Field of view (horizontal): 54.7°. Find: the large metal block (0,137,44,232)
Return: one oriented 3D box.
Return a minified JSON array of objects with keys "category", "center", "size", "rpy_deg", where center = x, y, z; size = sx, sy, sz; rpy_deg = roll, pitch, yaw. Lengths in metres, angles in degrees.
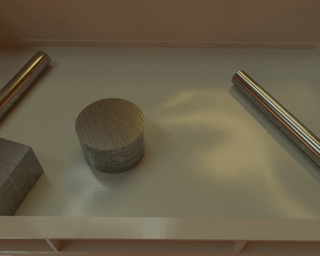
[{"category":"large metal block","center":[-0.192,0.055,0.340],"size":[0.080,0.050,0.080],"rpy_deg":[15,51,11]}]

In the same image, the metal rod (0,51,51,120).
[{"category":"metal rod","center":[-0.233,-0.004,0.405],"size":[0.025,0.025,0.300],"rpy_deg":[14,51,11]}]

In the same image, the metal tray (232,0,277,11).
[{"category":"metal tray","center":[0.213,-0.302,0.661],"size":[0.090,0.030,0.131],"rpy_deg":[34,57,25]}]

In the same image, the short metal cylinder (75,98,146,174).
[{"category":"short metal cylinder","center":[-0.058,0.009,0.381],"size":[0.081,0.050,0.080],"rpy_deg":[0,50,0]}]

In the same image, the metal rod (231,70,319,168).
[{"category":"metal rod","center":[0.191,0.023,0.387],"size":[0.025,0.025,0.300],"rpy_deg":[-23,54,-18]}]
